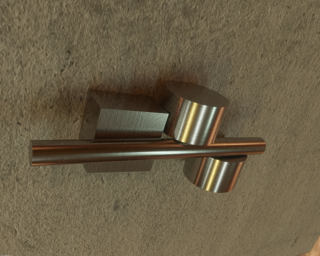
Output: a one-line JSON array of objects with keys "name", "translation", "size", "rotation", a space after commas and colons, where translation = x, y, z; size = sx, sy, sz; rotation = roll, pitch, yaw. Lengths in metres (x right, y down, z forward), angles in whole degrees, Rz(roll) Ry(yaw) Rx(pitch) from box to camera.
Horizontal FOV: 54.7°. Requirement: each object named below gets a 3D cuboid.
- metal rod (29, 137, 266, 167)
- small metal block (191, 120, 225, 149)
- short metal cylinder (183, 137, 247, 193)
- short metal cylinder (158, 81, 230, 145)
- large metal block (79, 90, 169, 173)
[{"name": "metal rod", "translation": [0.010, 0.024, 0.364], "size": [0.303, 0.025, 0.025], "rotation": [0, 118, -30]}, {"name": "small metal block", "translation": [0.051, 0.008, 0.425], "size": [0.050, 0.050, 0.025], "rotation": [1, 118, -29]}, {"name": "short metal cylinder", "translation": [0.078, 0.048, 0.447], "size": [0.081, 0.080, 0.050], "rotation": [0, 119, -29]}, {"name": "short metal cylinder", "translation": [0.039, -0.020, 0.384], "size": [0.081, 0.080, 0.050], "rotation": [2, 118, -30]}, {"name": "large metal block", "translation": [-0.046, 0.005, 0.367], "size": [0.081, 0.050, 0.079], "rotation": [3, 117, -30]}]
